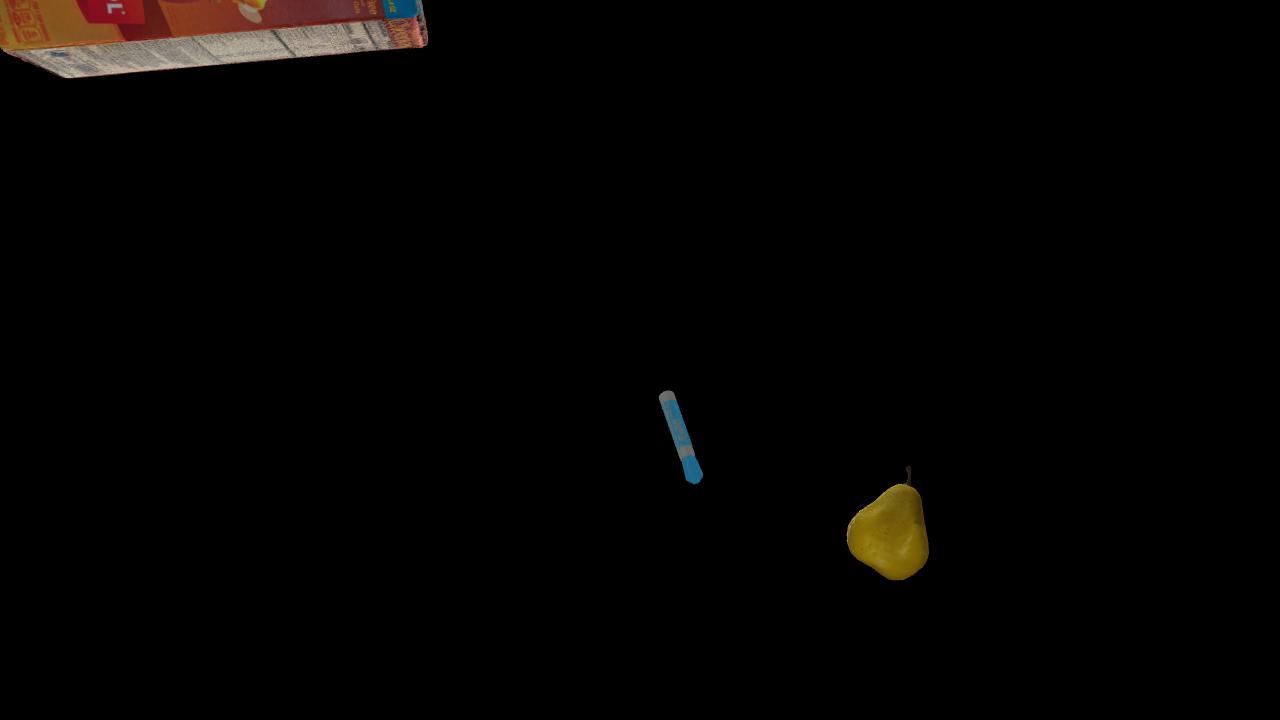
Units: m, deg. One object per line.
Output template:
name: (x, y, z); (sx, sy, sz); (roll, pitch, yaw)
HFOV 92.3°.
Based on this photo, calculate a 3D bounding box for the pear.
pear: (0.268, 0.168, 0.638); (0.080, 0.111, 0.080); (33, -3, 2)

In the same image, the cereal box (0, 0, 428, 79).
cereal box: (-0.349, -0.357, 0.498); (0.306, 0.203, 0.081); (-11, 8, -10)

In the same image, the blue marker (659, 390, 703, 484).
blue marker: (0.044, 0.083, 0.671); (0.020, 0.020, 0.121); (0, 44, -18)
